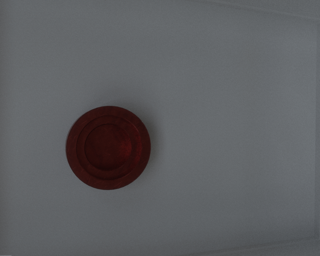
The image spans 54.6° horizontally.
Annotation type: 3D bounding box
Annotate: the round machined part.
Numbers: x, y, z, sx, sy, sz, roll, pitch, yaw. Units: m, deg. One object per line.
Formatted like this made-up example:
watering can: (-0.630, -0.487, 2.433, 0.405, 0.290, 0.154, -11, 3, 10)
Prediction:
round machined part: (-0.064, 0.023, 0.378, 0.099, 0.042, 0.097, 0, 90, -20)
